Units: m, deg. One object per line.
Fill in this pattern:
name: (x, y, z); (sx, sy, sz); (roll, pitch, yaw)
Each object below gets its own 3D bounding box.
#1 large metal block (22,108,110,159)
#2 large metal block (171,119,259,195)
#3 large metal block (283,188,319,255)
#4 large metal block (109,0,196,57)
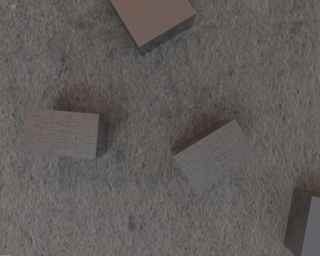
large metal block: (-0.110, 0.006, 0.381); (0.081, 0.080, 0.050); (5, 90, -1)
large metal block: (0.062, 0.032, 0.383); (0.080, 0.080, 0.050); (-32, 90, 0)
large metal block: (0.217, 0.129, 0.401); (0.080, 0.050, 0.080); (10, 90, -1)
large metal block: (-0.012, -0.152, 0.397); (0.080, 0.050, 0.080); (-31, 90, 0)
